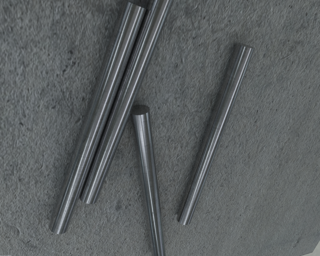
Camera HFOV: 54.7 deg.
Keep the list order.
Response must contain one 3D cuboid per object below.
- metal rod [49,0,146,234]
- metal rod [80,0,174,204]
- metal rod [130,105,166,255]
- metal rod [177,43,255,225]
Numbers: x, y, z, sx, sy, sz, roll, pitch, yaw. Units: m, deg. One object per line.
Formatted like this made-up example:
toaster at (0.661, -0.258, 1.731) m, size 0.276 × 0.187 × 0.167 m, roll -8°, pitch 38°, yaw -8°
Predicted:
metal rod at (-0.081, 0.004, 0.364) m, size 0.025 × 0.025 × 0.298 m, roll 10°, pitch 113°, yaw -33°
metal rod at (-0.040, -0.036, 0.361) m, size 0.025 × 0.025 × 0.298 m, roll 10°, pitch 113°, yaw -33°
metal rod at (-0.013, 0.101, 0.461) m, size 0.025 × 0.025 × 0.298 m, roll -18°, pitch 126°, yaw -18°
metal rod at (0.075, 0.024, 0.462) m, size 0.025 × 0.025 × 0.298 m, roll 0°, pitch 118°, yaw -29°
